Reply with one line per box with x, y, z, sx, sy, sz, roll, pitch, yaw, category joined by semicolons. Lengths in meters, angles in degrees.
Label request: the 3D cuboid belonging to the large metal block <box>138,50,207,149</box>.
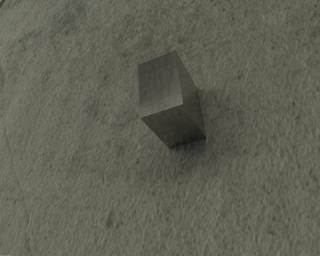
0.015;-0.032;0.381;0.050;0.080;0.080;-17;55;18;large metal block
